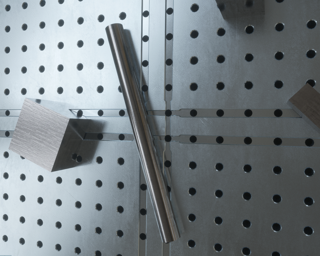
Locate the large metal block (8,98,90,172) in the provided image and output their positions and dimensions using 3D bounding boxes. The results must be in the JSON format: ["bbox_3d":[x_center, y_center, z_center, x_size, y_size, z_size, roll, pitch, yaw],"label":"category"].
[{"bbox_3d":[-0.162,0.009,0.455,0.080,0.050,0.080,23,98,18],"label":"large metal block"}]

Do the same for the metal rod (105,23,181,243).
[{"bbox_3d":[-0.025,0.002,0.420,0.025,0.025,0.298,-17,84,19],"label":"metal rod"}]

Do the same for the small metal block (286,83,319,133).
[{"bbox_3d":[0.169,-0.020,0.340,0.025,0.050,0.050,-46,76,14],"label":"small metal block"}]

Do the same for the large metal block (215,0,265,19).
[{"bbox_3d":[0.092,-0.179,0.351,0.050,0.080,0.079,0,90,20],"label":"large metal block"}]
